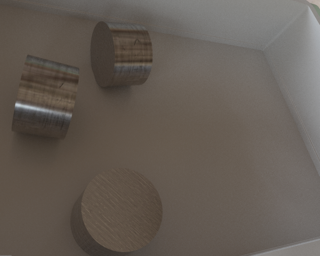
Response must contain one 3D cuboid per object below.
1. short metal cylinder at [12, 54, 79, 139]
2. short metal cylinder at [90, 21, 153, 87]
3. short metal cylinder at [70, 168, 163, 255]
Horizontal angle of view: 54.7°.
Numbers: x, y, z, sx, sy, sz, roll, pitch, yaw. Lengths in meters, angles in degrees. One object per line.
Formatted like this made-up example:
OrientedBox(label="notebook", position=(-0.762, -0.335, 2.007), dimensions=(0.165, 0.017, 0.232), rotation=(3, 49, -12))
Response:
OrientedBox(label="short metal cylinder", position=(-0.120, -0.031, 0.325), dimensions=(0.050, 0.080, 0.080), rotation=(12, 57, -22))
OrientedBox(label="short metal cylinder", position=(-0.052, -0.094, 0.400), dimensions=(0.050, 0.080, 0.080), rotation=(-7, 66, -32))
OrientedBox(label="short metal cylinder", position=(-0.044, 0.087, 0.313), dimensions=(0.081, 0.050, 0.080), rotation=(14, 56, -21))
